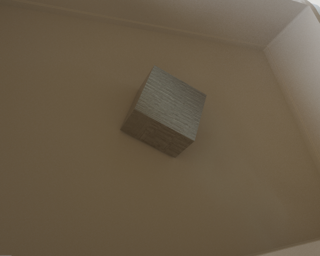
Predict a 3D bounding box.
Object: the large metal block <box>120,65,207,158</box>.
[{"bbox_3d":[0.006,-0.021,0.401,0.080,0.050,0.080,28,52,-11],"label":"large metal block"}]
